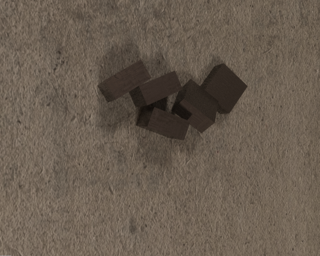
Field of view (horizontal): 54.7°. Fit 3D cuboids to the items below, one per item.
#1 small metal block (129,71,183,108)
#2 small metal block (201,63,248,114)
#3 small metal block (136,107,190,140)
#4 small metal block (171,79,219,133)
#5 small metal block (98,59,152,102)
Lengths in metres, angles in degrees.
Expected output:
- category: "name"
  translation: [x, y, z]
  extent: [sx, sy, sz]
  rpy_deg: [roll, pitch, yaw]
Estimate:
- category: "small metal block"
  translation: [-0.007, -0.049, 0.394]
  extent: [0.050, 0.050, 0.025]
  rpy_deg: [-26, 99, -18]
- category: "small metal block"
  translation: [0.089, -0.055, 0.443]
  extent: [0.050, 0.025, 0.050]
  rpy_deg: [39, 77, -16]
- category: "small metal block"
  translation: [0.003, -0.006, 0.398]
  extent: [0.050, 0.050, 0.025]
  rpy_deg: [21, 85, -19]
- category: "small metal block"
  translation: [0.047, -0.029, 0.407]
  extent: [0.050, 0.025, 0.050]
  rpy_deg: [37, 39, -13]
- category: "small metal block"
  translation: [-0.045, -0.056, 0.380]
  extent: [0.050, 0.050, 0.025]
  rpy_deg: [-34, 101, -17]
